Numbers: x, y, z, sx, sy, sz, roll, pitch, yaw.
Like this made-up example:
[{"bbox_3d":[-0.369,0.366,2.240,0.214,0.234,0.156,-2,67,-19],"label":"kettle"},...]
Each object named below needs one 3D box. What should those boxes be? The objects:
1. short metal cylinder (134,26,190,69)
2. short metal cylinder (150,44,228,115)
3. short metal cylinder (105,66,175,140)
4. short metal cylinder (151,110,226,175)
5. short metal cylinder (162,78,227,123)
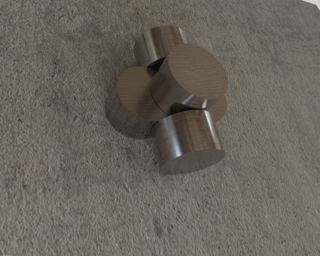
[{"bbox_3d":[0.007,-0.096,0.434,0.081,0.080,0.050,0,62,-29],"label":"short metal cylinder"},{"bbox_3d":[0.035,-0.055,0.378,0.081,0.050,0.080,14,56,-21],"label":"short metal cylinder"},{"bbox_3d":[-0.024,-0.031,0.396,0.081,0.050,0.080,14,56,-21],"label":"short metal cylinder"},{"bbox_3d":[0.034,0.020,0.378,0.081,0.080,0.050,0,62,-29],"label":"short metal cylinder"},{"bbox_3d":[0.046,-0.032,0.435,0.081,0.050,0.080,14,56,-21],"label":"short metal cylinder"}]
